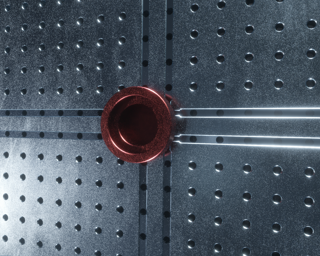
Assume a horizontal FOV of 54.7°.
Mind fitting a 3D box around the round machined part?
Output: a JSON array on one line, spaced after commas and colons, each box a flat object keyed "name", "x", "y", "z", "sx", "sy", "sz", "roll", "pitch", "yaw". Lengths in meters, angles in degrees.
[{"name": "round machined part", "x": -0.025, "y": -0.004, "z": 0.412, "sx": 0.098, "sy": 0.042, "sz": 0.097, "roll": 0, "pitch": 90, "yaw": 19}]
